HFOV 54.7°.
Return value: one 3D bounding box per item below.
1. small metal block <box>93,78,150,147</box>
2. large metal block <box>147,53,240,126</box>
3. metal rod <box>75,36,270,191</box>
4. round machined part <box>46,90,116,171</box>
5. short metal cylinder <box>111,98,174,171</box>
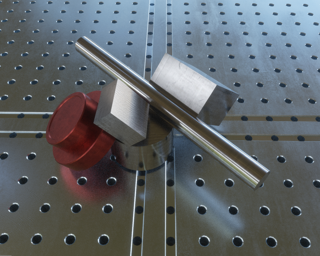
[{"bbox_3d":[-0.039,-0.016,0.332,0.025,0.050,0.050,-27,42,32],"label":"small metal block"},{"bbox_3d":[0.044,-0.047,0.399,0.080,0.050,0.080,39,17,27],"label":"large metal block"},{"bbox_3d":[-0.005,-0.033,0.366,0.025,0.025,0.300,-36,59,-26],"label":"metal rod"},{"bbox_3d":[-0.094,-0.003,0.360,0.098,0.042,0.098,-24,48,30],"label":"round machined part"},{"bbox_3d":[-0.023,0.005,0.381,0.081,0.050,0.080,0,50,0],"label":"short metal cylinder"}]
